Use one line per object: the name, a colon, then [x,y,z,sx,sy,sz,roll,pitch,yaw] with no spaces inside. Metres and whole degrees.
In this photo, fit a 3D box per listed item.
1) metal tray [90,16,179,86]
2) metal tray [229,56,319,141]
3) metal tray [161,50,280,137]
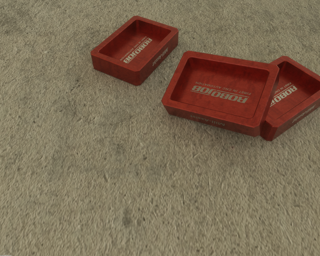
metal tray: [-0.038,-0.131,0.509,0.090,0.030,0.130,24,54,19]
metal tray: [0.167,-0.047,0.440,0.131,0.030,0.090,-30,56,-23]
metal tray: [0.078,-0.049,0.408,0.130,0.030,0.090,16,71,25]
